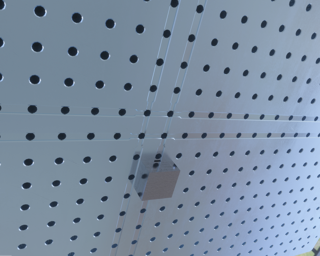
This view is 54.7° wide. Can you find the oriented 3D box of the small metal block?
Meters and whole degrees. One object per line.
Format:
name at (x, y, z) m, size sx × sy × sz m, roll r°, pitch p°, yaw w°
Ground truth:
small metal block at (-0.004, 0.078, 0.457) m, size 0.050 × 0.025 × 0.050 m, roll 1°, pitch 118°, yaw -29°
